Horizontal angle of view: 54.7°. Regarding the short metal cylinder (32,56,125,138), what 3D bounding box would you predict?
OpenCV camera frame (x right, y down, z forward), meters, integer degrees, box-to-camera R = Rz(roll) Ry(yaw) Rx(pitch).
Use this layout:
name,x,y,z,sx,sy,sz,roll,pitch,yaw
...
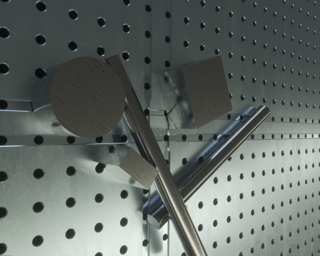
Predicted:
name,x,y,z,sx,sy,sz,roll,pitch,yaw
short metal cylinder,-0.084,-0.030,0.322,0.081,0.050,0.079,0,90,-40

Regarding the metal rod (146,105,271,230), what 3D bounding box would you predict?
name,x,y,z,sx,sy,sz,roll,pitch,yaw
metal rod,0.091,0.046,0.485,0.302,0.025,0.025,-37,113,-34

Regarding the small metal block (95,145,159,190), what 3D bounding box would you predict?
name,x,y,z,sx,sy,sz,roll,pitch,yaw
small metal block,-0.038,0.045,0.361,0.050,0.050,0.025,45,63,-31

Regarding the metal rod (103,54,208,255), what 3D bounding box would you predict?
name,x,y,z,sx,sy,sz,roll,pitch,yaw
metal rod,-0.001,0.054,0.384,0.025,0.025,0.299,-31,102,-36

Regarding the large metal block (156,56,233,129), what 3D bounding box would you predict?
name,x,y,z,sx,sy,sz,roll,pitch,yaw
large metal block,0.050,-0.050,0.435,0.081,0.050,0.080,-26,106,-37
